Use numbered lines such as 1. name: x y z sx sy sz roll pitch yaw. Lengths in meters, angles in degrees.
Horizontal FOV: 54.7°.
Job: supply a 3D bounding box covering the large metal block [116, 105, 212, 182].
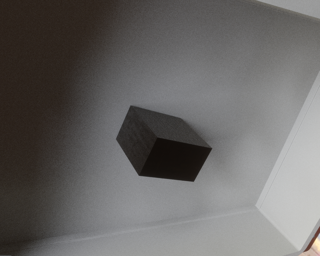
1. large metal block: 0.003 0.019 0.385 0.081 0.080 0.050 13 112 -34
